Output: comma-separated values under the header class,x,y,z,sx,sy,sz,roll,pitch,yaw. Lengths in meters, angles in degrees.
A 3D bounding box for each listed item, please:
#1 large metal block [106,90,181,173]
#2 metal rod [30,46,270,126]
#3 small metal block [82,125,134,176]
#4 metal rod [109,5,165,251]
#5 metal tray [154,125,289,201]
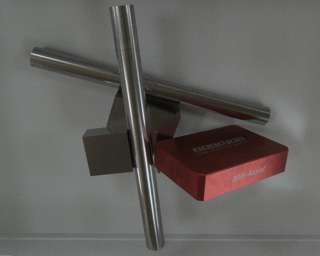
class,x,y,z,sx,sy,sz,roll,pitch,yaw
large metal block,-0.026,0.002,0.397,0.080,0.050,0.079,17,109,-7
metal rod,-0.007,-0.051,0.392,0.302,0.025,0.025,14,110,-6
small metal block,-0.059,0.026,0.365,0.050,0.025,0.050,-6,110,1
metal rod,-0.022,0.016,0.362,0.025,0.025,0.298,-6,110,2
metal tray,0.070,0.034,0.360,0.131,0.090,0.030,-11,114,-30
